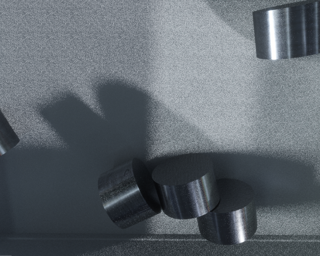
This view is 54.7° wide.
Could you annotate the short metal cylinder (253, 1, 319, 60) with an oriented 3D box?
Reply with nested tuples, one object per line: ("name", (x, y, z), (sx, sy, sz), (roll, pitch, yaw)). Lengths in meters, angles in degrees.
("short metal cylinder", (0.146, -0.110, 0.342), (0.080, 0.080, 0.050), (-11, 110, 4))

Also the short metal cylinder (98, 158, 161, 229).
("short metal cylinder", (-0.039, 0.086, 0.413), (0.050, 0.080, 0.080), (-27, 108, 9))

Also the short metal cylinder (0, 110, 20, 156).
("short metal cylinder", (-0.226, 0.015, 0.385), (0.080, 0.080, 0.050), (-23, 109, 8))

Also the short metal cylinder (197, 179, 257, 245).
("short metal cylinder", (0.089, 0.112, 0.424), (0.080, 0.080, 0.050), (-10, 110, 3))

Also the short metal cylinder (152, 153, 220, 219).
("short metal cylinder", (0.035, 0.075, 0.410), (0.080, 0.080, 0.050), (-14, 110, 5))
